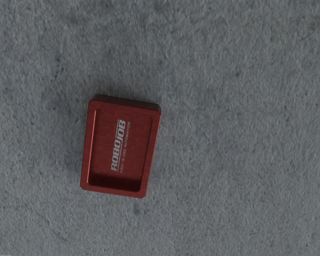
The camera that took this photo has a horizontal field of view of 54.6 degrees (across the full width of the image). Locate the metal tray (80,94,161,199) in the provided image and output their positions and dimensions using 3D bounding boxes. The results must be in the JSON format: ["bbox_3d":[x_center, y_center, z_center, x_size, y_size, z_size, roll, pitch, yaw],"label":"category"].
[{"bbox_3d":[-0.054,0.026,0.416,0.090,0.030,0.129,10,110,-4],"label":"metal tray"}]
